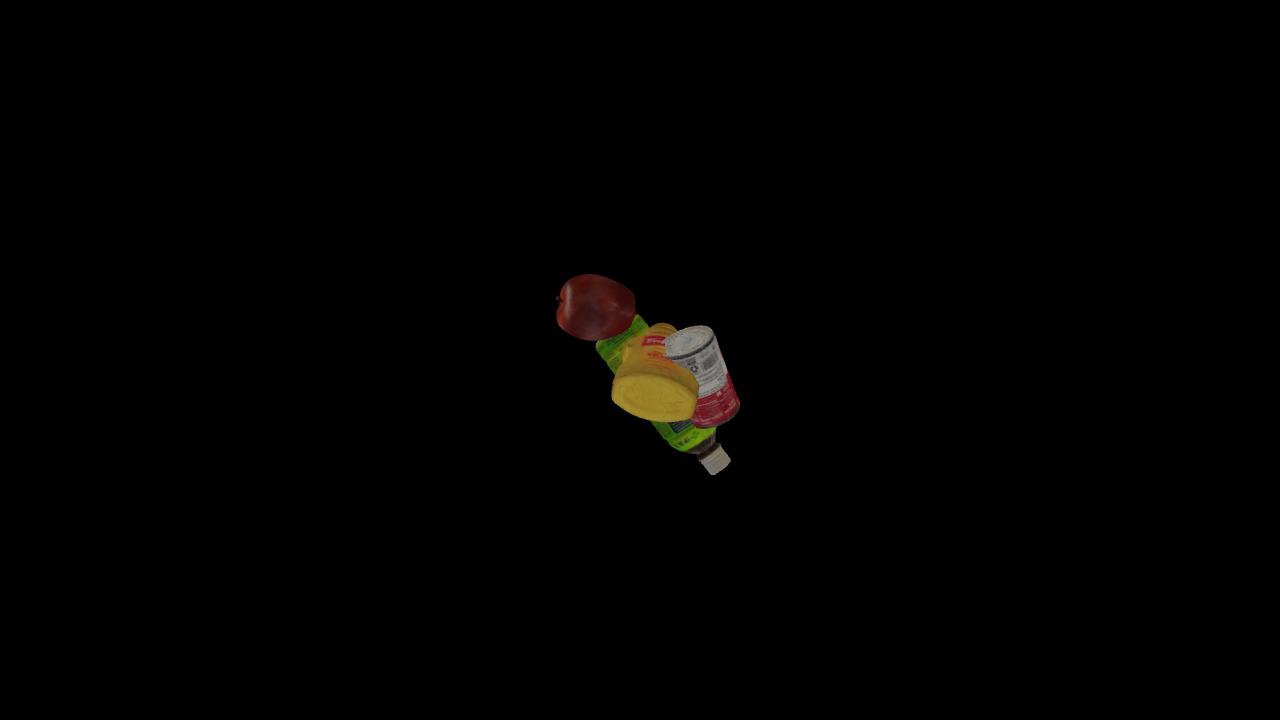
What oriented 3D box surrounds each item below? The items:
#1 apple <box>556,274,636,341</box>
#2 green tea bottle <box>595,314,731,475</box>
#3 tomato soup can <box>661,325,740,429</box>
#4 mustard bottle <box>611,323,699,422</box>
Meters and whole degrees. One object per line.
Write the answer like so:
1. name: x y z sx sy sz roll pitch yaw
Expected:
1. apple: -0.052 -0.060 0.706 0.093 0.079 0.079 8 -3 -21
2. green tea bottle: 0.033 0.046 0.739 0.073 0.212 0.073 -35 -3 -2
3. tomato soup can: 0.067 0.019 0.702 0.068 0.101 0.068 -19 27 10
4. mustard bottle: 0.022 0.002 0.709 0.092 0.054 0.184 8 26 2
